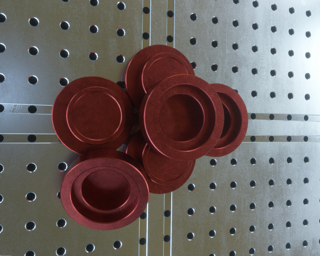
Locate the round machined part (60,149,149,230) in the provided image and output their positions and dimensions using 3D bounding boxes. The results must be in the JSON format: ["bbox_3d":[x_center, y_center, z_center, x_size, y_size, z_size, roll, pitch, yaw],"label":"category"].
[{"bbox_3d":[-0.063,0.068,0.366,0.099,0.042,0.097,-2,112,-4],"label":"round machined part"}]

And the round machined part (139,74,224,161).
[{"bbox_3d":[0.022,-0.012,0.366,0.099,0.042,0.097,0,90,-20],"label":"round machined part"}]

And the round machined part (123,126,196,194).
[{"bbox_3d":[0.003,0.038,0.404,0.099,0.042,0.097,0,90,-20],"label":"round machined part"}]

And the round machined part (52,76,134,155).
[{"bbox_3d":[-0.079,-0.014,0.374,0.099,0.042,0.097,0,90,-20],"label":"round machined part"}]

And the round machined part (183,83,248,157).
[{"bbox_3d":[0.068,-0.011,0.428,0.099,0.042,0.097,0,90,-20],"label":"round machined part"}]

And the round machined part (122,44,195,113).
[{"bbox_3d":[0.003,-0.060,0.404,0.099,0.042,0.097,0,90,-20],"label":"round machined part"}]
